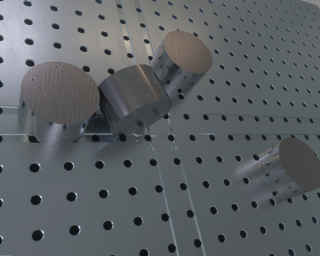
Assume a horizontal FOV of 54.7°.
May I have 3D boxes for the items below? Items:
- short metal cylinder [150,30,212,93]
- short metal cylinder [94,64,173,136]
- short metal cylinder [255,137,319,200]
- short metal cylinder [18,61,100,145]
[{"bbox_3d":[0.032,-0.100,0.470,0.081,0.050,0.080,14,56,-21],"label":"short metal cylinder"},{"bbox_3d":[-0.032,-0.032,0.375,0.081,0.080,0.050,-18,71,-35],"label":"short metal cylinder"},{"bbox_3d":[0.190,0.060,0.457,0.081,0.050,0.080,13,56,-21],"label":"short metal cylinder"},{"bbox_3d":[-0.114,-0.027,0.347,0.081,0.050,0.080,14,56,-21],"label":"short metal cylinder"}]
